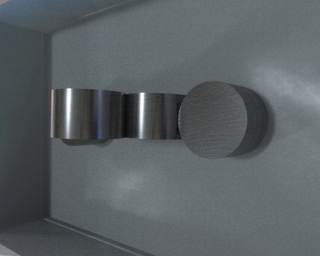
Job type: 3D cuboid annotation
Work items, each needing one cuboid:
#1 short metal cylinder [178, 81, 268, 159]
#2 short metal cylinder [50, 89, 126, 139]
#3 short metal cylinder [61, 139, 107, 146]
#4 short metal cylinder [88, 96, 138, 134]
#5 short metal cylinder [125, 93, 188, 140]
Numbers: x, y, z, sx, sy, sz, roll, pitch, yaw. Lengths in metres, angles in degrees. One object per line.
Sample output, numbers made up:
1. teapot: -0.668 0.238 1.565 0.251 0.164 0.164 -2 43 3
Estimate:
1. short metal cylinder: 0.067 -0.008 0.333 0.080 0.050 0.080 0 90 40
2. short metal cylinder: -0.080 -0.015 0.345 0.080 0.081 0.050 2 92 40
3. short metal cylinder: -0.118 -0.013 0.486 0.080 0.050 0.080 0 90 40
4. short metal cylinder: -0.066 -0.016 0.423 0.080 0.081 0.050 2 92 40
5. short metal cylinder: -0.004 -0.014 0.372 0.080 0.081 0.050 2 92 40
